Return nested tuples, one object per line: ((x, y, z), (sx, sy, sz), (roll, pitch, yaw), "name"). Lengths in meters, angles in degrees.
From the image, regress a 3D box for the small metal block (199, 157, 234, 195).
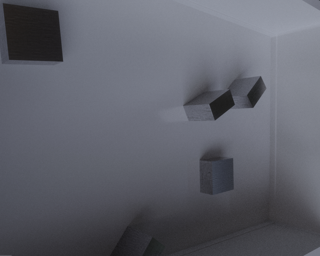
((0.088, 0.073, 0.481), (0.050, 0.025, 0.050), (-3, 92, -40), "small metal block")

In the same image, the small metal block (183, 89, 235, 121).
((0.071, -0.033, 0.449), (0.050, 0.050, 0.025), (-35, 112, -34), "small metal block")

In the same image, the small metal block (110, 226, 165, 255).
((-0.029, 0.150, 0.366), (0.025, 0.050, 0.050), (48, 62, -30), "small metal block")

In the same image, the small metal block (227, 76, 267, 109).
((0.136, -0.057, 0.504), (0.050, 0.050, 0.025), (-49, 119, -29), "small metal block")

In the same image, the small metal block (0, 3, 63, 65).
((-0.126, -0.088, 0.301), (0.050, 0.025, 0.050), (-8, 95, -40), "small metal block")
